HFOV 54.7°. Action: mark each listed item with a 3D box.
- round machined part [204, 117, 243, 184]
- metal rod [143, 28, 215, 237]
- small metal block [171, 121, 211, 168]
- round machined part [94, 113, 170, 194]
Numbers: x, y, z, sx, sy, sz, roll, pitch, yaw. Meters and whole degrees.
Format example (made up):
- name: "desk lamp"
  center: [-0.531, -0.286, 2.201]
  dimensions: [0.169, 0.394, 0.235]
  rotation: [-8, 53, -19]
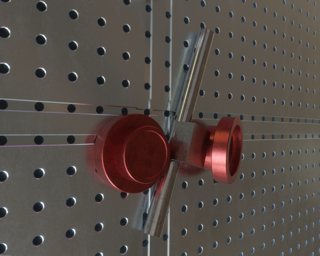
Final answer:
- name: "round machined part"
  center: [0.091, 0.031, 0.459]
  dimensions: [0.099, 0.042, 0.097]
  rotation: [-20, 113, -61]
- name: "metal rod"
  center: [0.030, -0.003, 0.433]
  dimensions: [0.025, 0.025, 0.299]
  rotation: [26, 74, -37]
- name: "small metal block"
  center: [0.041, 0.023, 0.409]
  dimensions: [0.050, 0.025, 0.050]
  rotation: [26, 74, -54]
- name: "round machined part"
  center: [-0.026, 0.031, 0.376]
  dimensions: [0.099, 0.042, 0.097]
  rotation: [0, 90, -40]
